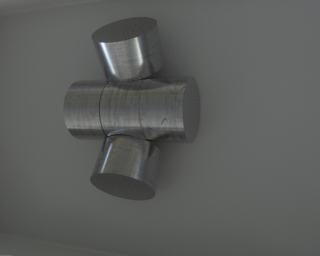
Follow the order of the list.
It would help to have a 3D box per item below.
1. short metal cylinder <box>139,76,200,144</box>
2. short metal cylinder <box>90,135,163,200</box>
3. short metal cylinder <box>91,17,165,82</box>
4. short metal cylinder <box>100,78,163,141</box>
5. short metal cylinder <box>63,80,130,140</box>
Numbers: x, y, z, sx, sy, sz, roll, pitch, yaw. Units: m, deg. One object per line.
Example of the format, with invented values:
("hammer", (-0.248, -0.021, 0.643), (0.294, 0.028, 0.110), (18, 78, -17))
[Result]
("short metal cylinder", (0.015, -0.022, 0.374), (0.050, 0.080, 0.080), (1, 91, 20))
("short metal cylinder", (-0.040, 0.051, 0.386), (0.080, 0.080, 0.050), (0, 56, 20))
("short metal cylinder", (-0.038, -0.099, 0.385), (0.080, 0.080, 0.050), (2, 129, 20))
("short metal cylinder", (-0.033, -0.023, 0.391), (0.050, 0.080, 0.080), (1, 91, 20))
("short metal cylinder", (-0.081, -0.023, 0.408), (0.050, 0.080, 0.080), (1, 91, 20))
